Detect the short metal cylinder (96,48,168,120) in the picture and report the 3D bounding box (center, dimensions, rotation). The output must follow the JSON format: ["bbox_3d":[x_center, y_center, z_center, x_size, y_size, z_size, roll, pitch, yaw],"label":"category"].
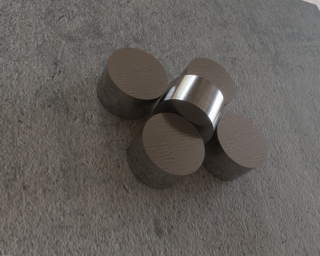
[{"bbox_3d":[-0.037,-0.057,0.404,0.081,0.050,0.080,14,56,-21],"label":"short metal cylinder"}]

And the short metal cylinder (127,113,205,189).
[{"bbox_3d":[0.007,0.028,0.376,0.081,0.050,0.080,14,56,-21],"label":"short metal cylinder"}]

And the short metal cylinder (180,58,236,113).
[{"bbox_3d":[0.063,-0.056,0.457,0.081,0.050,0.080,14,56,-21],"label":"short metal cylinder"}]

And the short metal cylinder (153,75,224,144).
[{"bbox_3d":[0.038,-0.022,0.406,0.080,0.080,0.050,34,51,-6],"label":"short metal cylinder"}]

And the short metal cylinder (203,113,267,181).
[{"bbox_3d":[0.099,0.027,0.427,0.081,0.050,0.080,14,56,-21],"label":"short metal cylinder"}]
